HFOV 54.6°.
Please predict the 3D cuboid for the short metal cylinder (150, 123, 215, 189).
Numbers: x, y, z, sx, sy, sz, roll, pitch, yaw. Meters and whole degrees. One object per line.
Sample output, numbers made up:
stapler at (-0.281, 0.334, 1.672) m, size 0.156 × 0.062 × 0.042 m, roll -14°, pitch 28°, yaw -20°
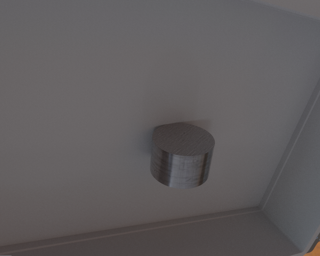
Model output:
short metal cylinder at (0.028, 0.035, 0.409) m, size 0.081 × 0.080 × 0.050 m, roll -9°, pitch 123°, yaw -24°
